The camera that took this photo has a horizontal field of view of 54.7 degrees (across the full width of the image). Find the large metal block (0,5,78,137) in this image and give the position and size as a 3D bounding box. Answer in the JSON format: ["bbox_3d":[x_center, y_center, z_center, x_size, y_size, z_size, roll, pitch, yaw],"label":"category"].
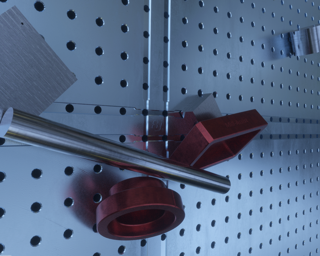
[{"bbox_3d":[-0.138,-0.047,0.278,0.080,0.050,0.080,-52,121,-27],"label":"large metal block"}]

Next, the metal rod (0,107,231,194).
[{"bbox_3d":[-0.015,0.039,0.341,0.302,0.025,0.025,22,76,-41],"label":"metal rod"}]

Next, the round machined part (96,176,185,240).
[{"bbox_3d":[-0.023,0.091,0.357,0.099,0.098,0.042,24,39,-38],"label":"round machined part"}]

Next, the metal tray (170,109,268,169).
[{"bbox_3d":[0.083,0.021,0.440,0.131,0.089,0.030,-12,59,-40],"label":"metal tray"}]

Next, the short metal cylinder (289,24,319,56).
[{"bbox_3d":[0.315,-0.185,0.642,0.081,0.080,0.050,-27,107,-37],"label":"short metal cylinder"}]

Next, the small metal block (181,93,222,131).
[{"bbox_3d":[0.065,-0.017,0.466,0.050,0.025,0.050,-43,116,-32],"label":"small metal block"}]
